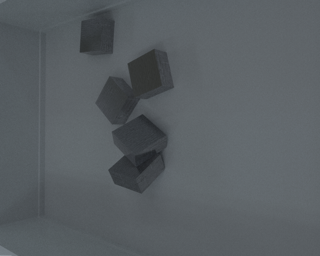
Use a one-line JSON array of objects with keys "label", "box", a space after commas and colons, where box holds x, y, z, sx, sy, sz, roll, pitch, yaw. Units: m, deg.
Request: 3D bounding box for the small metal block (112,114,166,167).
[{"label": "small metal block", "box": [-0.027, 0.015, 0.407, 0.050, 0.050, 0.025, 42, 150, 32]}]

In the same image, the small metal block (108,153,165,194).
[{"label": "small metal block", "box": [-0.030, 0.055, 0.410, 0.050, 0.050, 0.025, 10, 129, 39]}]

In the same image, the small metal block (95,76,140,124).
[{"label": "small metal block", "box": [-0.063, -0.040, 0.457, 0.050, 0.025, 0.050, 48, 118, 29]}]

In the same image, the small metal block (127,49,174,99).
[{"label": "small metal block", "box": [-0.013, -0.071, 0.416, 0.050, 0.025, 0.050, -19, 78, 38]}]

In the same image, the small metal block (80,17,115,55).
[{"label": "small metal block", "box": [-0.099, -0.143, 0.486, 0.050, 0.025, 0.050, 7, 94, 39]}]
